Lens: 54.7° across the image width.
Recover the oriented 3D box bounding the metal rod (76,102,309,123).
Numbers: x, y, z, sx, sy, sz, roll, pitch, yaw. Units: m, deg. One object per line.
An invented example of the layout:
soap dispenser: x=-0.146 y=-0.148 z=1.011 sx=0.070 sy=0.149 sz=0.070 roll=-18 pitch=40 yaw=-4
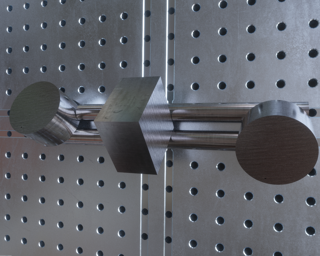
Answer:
metal rod: x=0.026 y=-0.020 z=0.402 sx=0.301 sy=0.025 sz=0.025 roll=1 pitch=90 yaw=19

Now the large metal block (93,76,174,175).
large metal block: x=-0.025 y=-0.004 z=0.360 sx=0.050 sy=0.080 sz=0.080 roll=1 pitch=132 yaw=20

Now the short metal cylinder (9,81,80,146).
short metal cylinder: x=-0.163 y=-0.019 z=0.441 sx=0.080 sy=0.050 sz=0.080 roll=-7 pitch=65 yaw=16

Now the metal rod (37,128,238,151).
metal rod: x=-0.044 y=0.014 z=0.427 sx=0.301 sy=0.025 sz=0.025 roll=1 pitch=90 yaw=19

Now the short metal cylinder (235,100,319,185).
short metal cylinder: x=0.127 y=0.015 z=0.340 sx=0.080 sy=0.050 sz=0.079 roll=8 pitch=115 yaw=17
